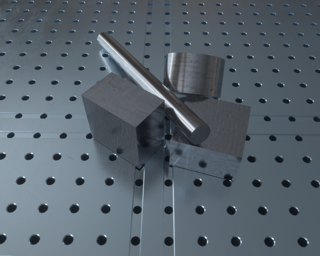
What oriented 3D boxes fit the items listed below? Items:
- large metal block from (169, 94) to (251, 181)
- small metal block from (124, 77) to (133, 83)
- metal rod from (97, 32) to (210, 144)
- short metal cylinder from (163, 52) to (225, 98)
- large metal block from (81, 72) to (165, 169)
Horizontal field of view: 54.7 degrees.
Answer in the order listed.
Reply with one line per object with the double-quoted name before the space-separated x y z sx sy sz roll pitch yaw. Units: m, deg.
"large metal block" 0.062 0.010 0.383 0.080 0.050 0.080 14 51 11
"small metal block" -0.040 -0.047 0.447 0.050 0.025 0.050 -19 53 -16
"metal rod" -0.027 -0.073 0.430 0.025 0.025 0.300 -22 42 -18
"short metal cylinder" 0.045 -0.070 0.422 0.080 0.080 0.050 7 94 5
"large metal block" -0.042 -0.009 0.378 0.080 0.080 0.050 30 56 22
